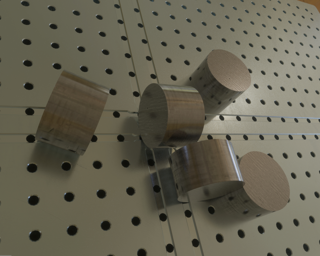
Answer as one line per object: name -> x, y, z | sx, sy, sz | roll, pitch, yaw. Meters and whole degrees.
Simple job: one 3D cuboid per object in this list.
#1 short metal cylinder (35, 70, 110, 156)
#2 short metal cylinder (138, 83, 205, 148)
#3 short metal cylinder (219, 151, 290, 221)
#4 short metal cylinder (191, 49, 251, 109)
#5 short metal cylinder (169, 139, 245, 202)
short metal cylinder -> -0.093, -0.016, 0.333 | 0.050, 0.080, 0.080 | 22, 53, -15
short metal cylinder -> 0.012, -0.015, 0.390 | 0.050, 0.080, 0.080 | 1, 62, -28
short metal cylinder -> 0.123, 0.078, 0.413 | 0.081, 0.050, 0.080 | 14, 56, -21
short metal cylinder -> 0.096, -0.078, 0.494 | 0.081, 0.050, 0.080 | 14, 56, -21
short metal cylinder -> 0.055, 0.053, 0.372 | 0.081, 0.080, 0.050 | 2, 61, -28
